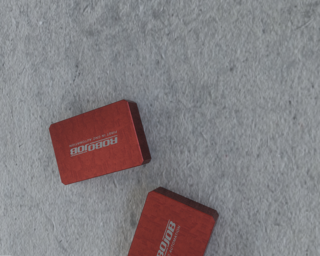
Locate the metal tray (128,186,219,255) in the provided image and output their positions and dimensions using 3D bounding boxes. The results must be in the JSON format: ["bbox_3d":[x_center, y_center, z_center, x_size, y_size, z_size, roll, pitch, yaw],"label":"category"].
[{"bbox_3d":[0.012,0.154,0.401,0.090,0.030,0.129,20,96,18],"label":"metal tray"}]

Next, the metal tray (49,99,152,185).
[{"bbox_3d":[-0.086,0.021,0.435,0.130,0.030,0.090,-17,85,18],"label":"metal tray"}]
